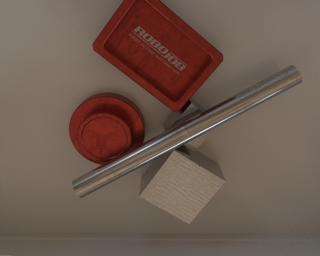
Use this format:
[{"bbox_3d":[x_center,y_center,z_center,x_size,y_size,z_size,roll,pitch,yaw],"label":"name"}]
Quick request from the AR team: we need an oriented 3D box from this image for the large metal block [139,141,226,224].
[{"bbox_3d":[0.028,0.070,0.424,0.080,0.050,0.080,32,107,-12],"label":"large metal block"}]

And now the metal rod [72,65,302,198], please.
[{"bbox_3d":[0.030,0.006,0.379,0.301,0.025,0.025,-28,108,3],"label":"metal rod"}]

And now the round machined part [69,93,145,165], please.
[{"bbox_3d":[-0.069,0.006,0.404,0.099,0.042,0.097,0,110,-1],"label":"round machined part"}]

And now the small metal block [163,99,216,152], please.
[{"bbox_3d":[0.040,-0.005,0.406,0.050,0.025,0.050,34,107,-23],"label":"small metal block"}]

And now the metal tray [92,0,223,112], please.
[{"bbox_3d":[-0.002,-0.093,0.374,0.130,0.030,0.090,37,106,-13],"label":"metal tray"}]
